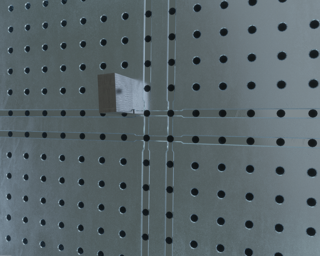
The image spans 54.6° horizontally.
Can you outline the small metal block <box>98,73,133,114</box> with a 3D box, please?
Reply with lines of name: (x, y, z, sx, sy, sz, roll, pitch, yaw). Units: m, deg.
small metal block: (-0.059, -0.045, 0.421, 0.025, 0.050, 0.050, -3, 89, 20)
